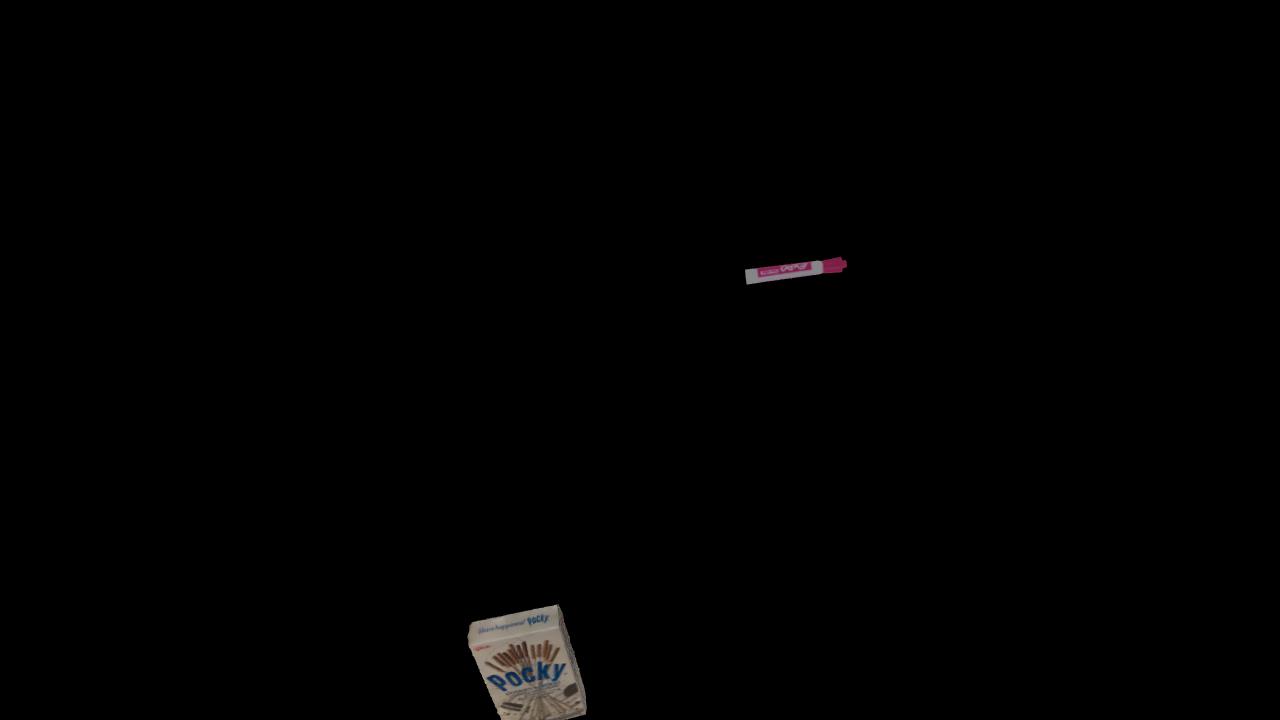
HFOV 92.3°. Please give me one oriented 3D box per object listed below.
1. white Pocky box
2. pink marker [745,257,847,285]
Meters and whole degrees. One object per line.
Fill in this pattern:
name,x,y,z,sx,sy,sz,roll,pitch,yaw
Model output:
white Pocky box,-0.103,0.298,0.589,0.084,0.154,0.028,-11,33,-5
pink marker,0.191,-0.110,0.754,0.121,0.020,0.020,-6,-1,10
